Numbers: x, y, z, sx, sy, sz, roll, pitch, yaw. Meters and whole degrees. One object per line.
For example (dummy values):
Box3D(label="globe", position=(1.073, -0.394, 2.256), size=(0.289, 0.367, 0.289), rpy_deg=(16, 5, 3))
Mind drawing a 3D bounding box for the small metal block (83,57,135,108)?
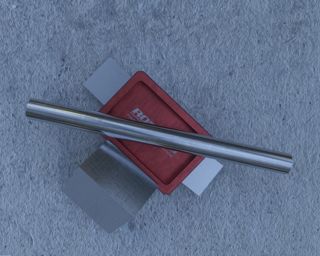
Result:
Box3D(label="small metal block", position=(-0.064, -0.057, 0.410), size=(0.050, 0.025, 0.050), rpy_deg=(45, 90, -1))

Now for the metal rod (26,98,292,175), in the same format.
Box3D(label="metal rod", position=(0.000, 0.010, 0.356), size=(0.302, 0.025, 0.025), rpy_deg=(12, 90, -1))

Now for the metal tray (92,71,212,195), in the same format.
Box3D(label="metal tray", position=(-0.008, 0.006, 0.383), size=(0.130, 0.030, 0.090), rpy_deg=(44, 90, -1))

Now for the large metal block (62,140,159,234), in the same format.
Box3D(label="large metal block", position=(-0.062, 0.073, 0.374), size=(0.080, 0.080, 0.050), rpy_deg=(43, 48, 0))

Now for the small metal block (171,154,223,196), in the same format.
Box3D(label="small metal block", position=(0.046, 0.053, 0.411), size=(0.050, 0.025, 0.050), rpy_deg=(39, 90, -1))
